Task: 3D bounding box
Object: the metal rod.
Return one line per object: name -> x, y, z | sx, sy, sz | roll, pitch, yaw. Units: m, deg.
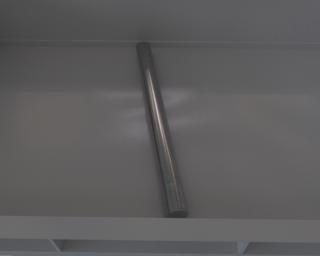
metal rod -> -0.005, -0.021, 0.422 | 0.025, 0.025, 0.300 | -7, 50, -6
